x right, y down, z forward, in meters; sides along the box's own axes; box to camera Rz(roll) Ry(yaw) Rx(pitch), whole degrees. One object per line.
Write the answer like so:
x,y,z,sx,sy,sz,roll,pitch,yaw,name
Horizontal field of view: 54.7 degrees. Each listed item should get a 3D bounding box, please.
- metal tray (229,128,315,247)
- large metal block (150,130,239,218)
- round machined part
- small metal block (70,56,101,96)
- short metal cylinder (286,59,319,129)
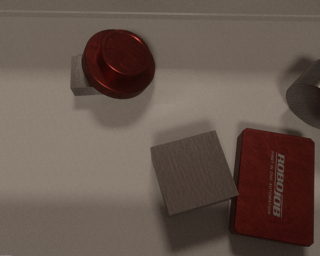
0.139,0.071,0.383,0.091,0.030,0.130,10,70,3,metal tray
0.038,0.057,0.376,0.081,0.050,0.080,-15,71,-6,large metal block
-0.051,-0.091,0.415,0.099,0.042,0.098,10,67,-23,round machined part
-0.097,-0.074,0.436,0.050,0.025,0.050,-3,70,-2,small metal block
0.213,-0.042,0.399,0.080,0.080,0.050,43,75,13,short metal cylinder
